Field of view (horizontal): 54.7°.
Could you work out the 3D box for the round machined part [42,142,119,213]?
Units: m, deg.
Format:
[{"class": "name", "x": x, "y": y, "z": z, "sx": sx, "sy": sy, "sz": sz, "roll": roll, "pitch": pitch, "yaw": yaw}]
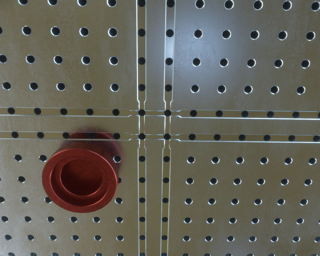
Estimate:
[{"class": "round machined part", "x": -0.106, "y": 0.064, "z": 0.427, "sx": 0.099, "sy": 0.042, "sz": 0.097, "roll": 0, "pitch": 110, "yaw": -1}]
